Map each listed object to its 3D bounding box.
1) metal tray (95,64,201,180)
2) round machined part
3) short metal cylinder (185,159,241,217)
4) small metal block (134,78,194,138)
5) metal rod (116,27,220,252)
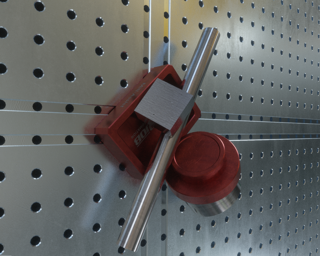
[{"bbox_3d":[-0.009,-0.009,0.399,0.130,0.030,0.090,-51,120,-28],"label":"metal tray"},{"bbox_3d":[0.051,0.043,0.393,0.098,0.098,0.042,-54,144,-27],"label":"round machined part"},{"bbox_3d":[0.064,0.074,0.428,0.080,0.080,0.050,-51,121,-28],"label":"short metal cylinder"},{"bbox_3d":[0.006,-0.024,0.371,0.050,0.050,0.025,-56,161,-14],"label":"small metal block"},{"bbox_3d":[0.017,0.000,0.386,0.025,0.025,0.300,35,68,-35],"label":"metal rod"}]
